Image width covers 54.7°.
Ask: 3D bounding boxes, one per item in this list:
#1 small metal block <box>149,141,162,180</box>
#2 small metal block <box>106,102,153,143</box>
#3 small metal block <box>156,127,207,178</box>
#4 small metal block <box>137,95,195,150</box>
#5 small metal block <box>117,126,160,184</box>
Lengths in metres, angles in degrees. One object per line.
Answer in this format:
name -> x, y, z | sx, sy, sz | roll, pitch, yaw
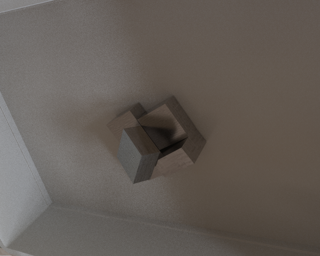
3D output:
small metal block -> -0.008, 0.040, 0.434 | 0.050, 0.025, 0.050 | -28, 104, 37
small metal block -> -0.037, 0.001, 0.425 | 0.050, 0.025, 0.050 | -28, 104, 37
small metal block -> 0.026, 0.031, 0.395 | 0.050, 0.050, 0.025 | -32, 101, 37
small metal block -> 0.008, -0.006, 0.398 | 0.050, 0.025, 0.050 | -28, 104, 37
small metal block -> -0.029, 0.033, 0.393 | 0.050, 0.025, 0.050 | 52, 138, 37
